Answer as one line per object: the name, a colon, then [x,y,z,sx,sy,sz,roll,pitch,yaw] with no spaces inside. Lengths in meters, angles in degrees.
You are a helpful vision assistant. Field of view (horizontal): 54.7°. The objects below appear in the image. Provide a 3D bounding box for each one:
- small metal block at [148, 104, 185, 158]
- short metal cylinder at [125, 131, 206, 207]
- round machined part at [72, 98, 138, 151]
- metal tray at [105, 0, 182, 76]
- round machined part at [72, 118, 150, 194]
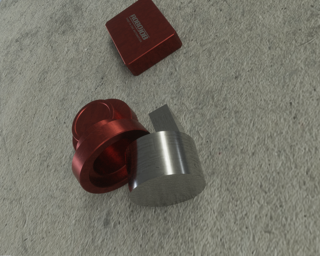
small metal block: [0.015,0.007,0.374,0.025,0.050,0.050,-30,52,9]
short metal cylinder: [0.004,0.046,0.337,0.080,0.080,0.050,-22,54,15]
round machined part: [-0.084,-0.001,0.436,0.098,0.042,0.098,-13,56,20]
metal tray: [-0.031,-0.155,0.510,0.090,0.030,0.130,-32,52,6]
round machined part: [-0.059,0.028,0.367,0.098,0.098,0.042,-44,57,-2]
